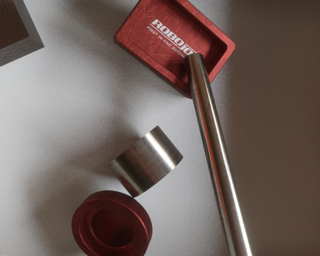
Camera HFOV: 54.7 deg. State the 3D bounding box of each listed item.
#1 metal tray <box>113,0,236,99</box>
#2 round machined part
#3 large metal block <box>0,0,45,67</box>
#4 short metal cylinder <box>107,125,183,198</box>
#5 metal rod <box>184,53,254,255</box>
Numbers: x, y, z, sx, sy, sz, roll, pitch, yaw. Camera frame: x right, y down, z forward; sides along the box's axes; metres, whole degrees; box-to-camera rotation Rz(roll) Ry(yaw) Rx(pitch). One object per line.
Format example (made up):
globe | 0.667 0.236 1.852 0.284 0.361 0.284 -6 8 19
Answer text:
metal tray | 0.020 -0.107 0.389 0.130 0.030 0.090 35 90 -19
round machined part | -0.057 0.121 0.391 0.098 0.042 0.097 4 109 12
large metal block | -0.210 -0.130 0.396 0.080 0.050 0.080 -25 90 -1
short metal cylinder | -0.018 0.041 0.384 0.080 0.080 0.050 -39 90 0
metal rod | 0.068 0.050 0.341 0.025 0.025 0.299 -10 70 0
